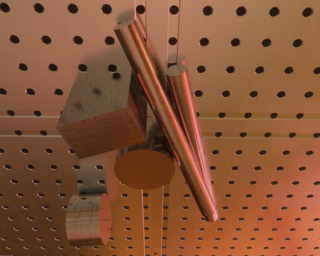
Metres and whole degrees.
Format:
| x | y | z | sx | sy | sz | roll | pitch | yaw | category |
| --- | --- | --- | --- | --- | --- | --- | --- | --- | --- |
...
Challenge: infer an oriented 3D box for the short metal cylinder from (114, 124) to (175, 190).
| x | y | z | sx | sy | sz | roll | pitch | yaw | category |
| --- | --- | --- | --- | --- | --- | --- | --- | --- | --- |
| -0.020 | 0.041 | 0.430 | 0.081 | 0.050 | 0.079 | 0 | 130 | 0 | short metal cylinder |

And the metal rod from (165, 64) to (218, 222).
| x | y | z | sx | sy | sz | roll | pitch | yaw | category |
| --- | --- | --- | --- | --- | --- | --- | --- | --- | --- |
| 0.054 | 0.044 | 0.449 | 0.025 | 0.025 | 0.299 | -11 | 130 | 9 | metal rod |

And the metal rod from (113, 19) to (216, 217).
| x | y | z | sx | sy | sz | roll | pitch | yaw | category |
| --- | --- | --- | --- | --- | --- | --- | --- | --- | --- |
| 0.018 | 0.009 | 0.396 | 0.025 | 0.025 | 0.299 | -17 | 122 | 14 | metal rod |

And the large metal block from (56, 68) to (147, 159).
| x | y | z | sx | sy | sz | roll | pitch | yaw | category |
| --- | --- | --- | --- | --- | --- | --- | --- | --- | --- |
| -0.062 | -0.018 | 0.359 | 0.080 | 0.080 | 0.050 | -15 | 129 | 12 | large metal block |

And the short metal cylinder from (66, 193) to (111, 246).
| x | y | z | sx | sy | sz | roll | pitch | yaw | category |
| --- | --- | --- | --- | --- | --- | --- | --- | --- | --- |
| -0.112 | 0.147 | 0.500 | 0.050 | 0.080 | 0.080 | -5 | 130 | 4 | short metal cylinder |
